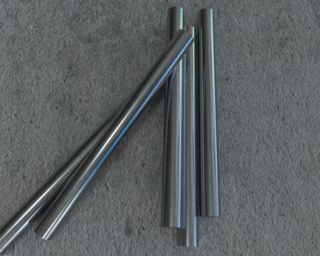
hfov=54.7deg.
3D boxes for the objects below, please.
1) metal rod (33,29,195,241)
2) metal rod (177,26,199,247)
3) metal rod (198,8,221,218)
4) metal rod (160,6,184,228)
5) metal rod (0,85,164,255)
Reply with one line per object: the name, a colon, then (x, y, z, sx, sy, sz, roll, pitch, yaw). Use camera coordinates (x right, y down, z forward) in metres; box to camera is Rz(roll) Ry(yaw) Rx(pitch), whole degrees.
metal rod: (-0.051, 0.002, 0.381, 0.025, 0.025, 0.300, 34, 82, 11)
metal rod: (0.037, -0.004, 0.409, 0.025, 0.025, 0.299, 2, 70, 0)
metal rod: (0.065, -0.034, 0.421, 0.025, 0.025, 0.299, 2, 70, 0)
metal rod: (0.018, -0.028, 0.400, 0.025, 0.025, 0.299, 2, 70, 0)
metal rod: (-0.093, 0.031, 0.395, 0.025, 0.025, 0.301, 39, 74, 12)
